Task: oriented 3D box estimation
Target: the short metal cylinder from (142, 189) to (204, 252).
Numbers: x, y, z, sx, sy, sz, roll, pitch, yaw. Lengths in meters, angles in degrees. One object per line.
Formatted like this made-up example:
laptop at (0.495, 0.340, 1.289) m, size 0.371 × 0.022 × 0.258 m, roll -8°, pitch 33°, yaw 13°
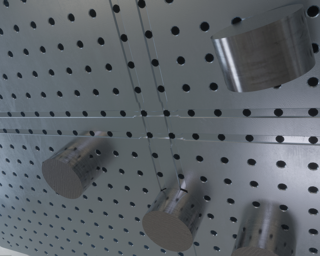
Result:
short metal cylinder at (0.020, 0.140, 0.471) m, size 0.080 × 0.050 × 0.079 m, roll 13°, pitch 124°, yaw 20°

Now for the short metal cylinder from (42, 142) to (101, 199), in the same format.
short metal cylinder at (-0.147, 0.071, 0.517) m, size 0.080 × 0.050 × 0.079 m, roll 13°, pitch 124°, yaw 21°

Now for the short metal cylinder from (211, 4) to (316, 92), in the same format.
short metal cylinder at (0.093, -0.072, 0.282) m, size 0.080 × 0.080 × 0.050 m, roll -10°, pitch 113°, yaw 32°

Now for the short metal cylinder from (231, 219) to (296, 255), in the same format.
short metal cylinder at (0.143, 0.174, 0.427) m, size 0.080 × 0.050 × 0.079 m, roll 13°, pitch 124°, yaw 21°
